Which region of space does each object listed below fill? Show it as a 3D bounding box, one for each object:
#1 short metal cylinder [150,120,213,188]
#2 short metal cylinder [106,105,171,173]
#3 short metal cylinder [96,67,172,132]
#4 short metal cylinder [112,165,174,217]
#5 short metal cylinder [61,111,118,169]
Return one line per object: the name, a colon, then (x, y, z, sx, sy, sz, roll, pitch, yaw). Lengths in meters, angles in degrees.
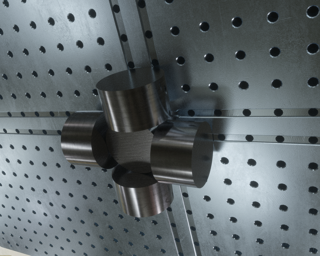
short metal cylinder: (0.029, 0.030, 0.379, 0.050, 0.080, 0.079, 4, 120, 26)
short metal cylinder: (-0.025, 0.014, 0.417, 0.080, 0.050, 0.079, 12, 123, 20)
short metal cylinder: (-0.030, -0.036, 0.369, 0.080, 0.080, 0.050, 3, 119, 27)
short metal cylinder: (-0.023, 0.078, 0.435, 0.080, 0.080, 0.050, 6, 121, 25)
short metal cylinder: (-0.090, 0.015, 0.433, 0.050, 0.080, 0.080, 1, 119, 27)
